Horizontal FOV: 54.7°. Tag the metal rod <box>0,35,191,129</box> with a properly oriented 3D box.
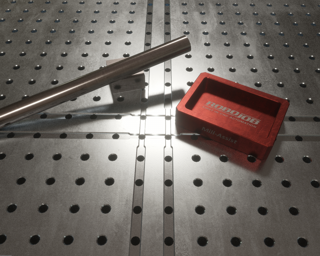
[{"bbox_3d":[-0.096,-0.065,0.433,0.302,0.025,0.025,-24,54,-9],"label":"metal rod"}]

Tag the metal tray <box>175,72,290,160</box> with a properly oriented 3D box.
[{"bbox_3d":[0.098,-0.021,0.423,0.130,0.030,0.090,23,53,18],"label":"metal tray"}]

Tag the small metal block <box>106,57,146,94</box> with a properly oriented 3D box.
[{"bbox_3d":[-0.053,-0.083,0.476,0.050,0.025,0.050,-11,51,-10],"label":"small metal block"}]
